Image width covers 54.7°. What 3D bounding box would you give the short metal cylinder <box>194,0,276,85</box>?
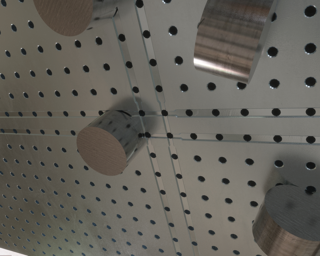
[{"bbox_3d":[0.070,-0.086,0.286,0.050,0.080,0.079,19,126,16],"label":"short metal cylinder"}]

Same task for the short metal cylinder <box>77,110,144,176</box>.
[{"bbox_3d":[-0.071,0.021,0.444,0.080,0.050,0.079,13,124,20],"label":"short metal cylinder"}]

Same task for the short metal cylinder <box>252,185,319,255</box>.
[{"bbox_3d":[0.156,0.113,0.364,0.080,0.080,0.050,20,126,16],"label":"short metal cylinder"}]

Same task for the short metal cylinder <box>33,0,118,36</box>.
[{"bbox_3d":[-0.095,-0.150,0.351,0.080,0.050,0.079,13,124,20],"label":"short metal cylinder"}]
